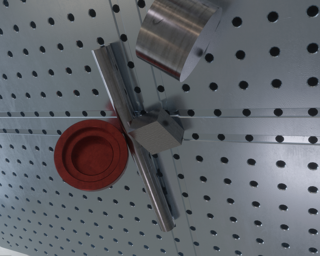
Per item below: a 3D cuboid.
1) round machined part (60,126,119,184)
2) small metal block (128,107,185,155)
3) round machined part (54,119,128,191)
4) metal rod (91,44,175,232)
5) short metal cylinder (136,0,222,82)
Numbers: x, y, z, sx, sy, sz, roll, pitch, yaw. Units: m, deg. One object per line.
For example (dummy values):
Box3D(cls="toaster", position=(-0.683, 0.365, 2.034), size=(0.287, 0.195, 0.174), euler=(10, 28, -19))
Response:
Box3D(cls="round machined part", position=(-0.118, 0.049, 0.493), size=(0.098, 0.042, 0.097), euler=(13, 124, 21))
Box3D(cls="small metal block", position=(-0.004, 0.005, 0.406), size=(0.050, 0.025, 0.050), euler=(-22, 127, 35))
Box3D(cls="round machined part", position=(-0.093, 0.040, 0.434), size=(0.098, 0.098, 0.042), euler=(33, 164, 7))
Box3D(cls="metal rod", position=(-0.031, 0.029, 0.445), size=(0.025, 0.025, 0.298), euler=(-4, 117, 30))
Box3D(cls="short metal cylinder", position=(0.019, -0.093, 0.308), size=(0.050, 0.080, 0.079), euler=(31, 128, 8))
